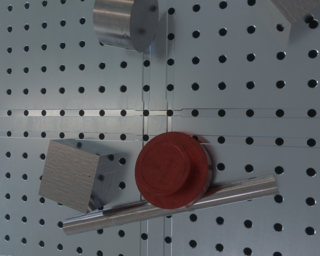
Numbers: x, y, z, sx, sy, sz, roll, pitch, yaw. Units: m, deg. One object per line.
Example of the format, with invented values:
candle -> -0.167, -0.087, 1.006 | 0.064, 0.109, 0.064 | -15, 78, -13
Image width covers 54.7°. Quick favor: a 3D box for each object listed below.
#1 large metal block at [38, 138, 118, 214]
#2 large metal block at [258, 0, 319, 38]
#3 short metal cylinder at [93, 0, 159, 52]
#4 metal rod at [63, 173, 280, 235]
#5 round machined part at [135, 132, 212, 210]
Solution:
large metal block -> -0.116, 0.065, 0.440 | 0.080, 0.050, 0.079 | 15, 95, 19
large metal block -> 0.155, -0.163, 0.345 | 0.080, 0.050, 0.080 | -37, 78, 16
short metal cylinder -> -0.041, -0.142, 0.398 | 0.050, 0.080, 0.080 | 16, 96, 19
metal rod -> 0.001, 0.106, 0.412 | 0.301, 0.025, 0.025 | -17, 85, 19
round machined part -> 0.011, 0.051, 0.386 | 0.098, 0.042, 0.098 | -7, 71, 22
